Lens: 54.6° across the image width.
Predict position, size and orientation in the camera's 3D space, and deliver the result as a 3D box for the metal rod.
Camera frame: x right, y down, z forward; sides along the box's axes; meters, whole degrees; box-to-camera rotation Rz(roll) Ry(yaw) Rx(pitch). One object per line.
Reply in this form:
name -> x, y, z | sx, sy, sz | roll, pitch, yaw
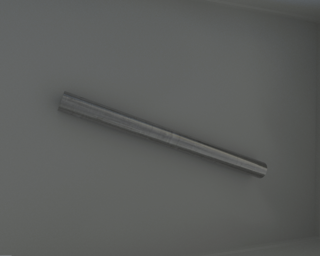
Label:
metal rod -> 0.017, 0.016, 0.415 | 0.302, 0.025, 0.025 | 20, 84, -19
